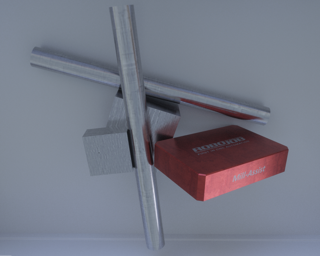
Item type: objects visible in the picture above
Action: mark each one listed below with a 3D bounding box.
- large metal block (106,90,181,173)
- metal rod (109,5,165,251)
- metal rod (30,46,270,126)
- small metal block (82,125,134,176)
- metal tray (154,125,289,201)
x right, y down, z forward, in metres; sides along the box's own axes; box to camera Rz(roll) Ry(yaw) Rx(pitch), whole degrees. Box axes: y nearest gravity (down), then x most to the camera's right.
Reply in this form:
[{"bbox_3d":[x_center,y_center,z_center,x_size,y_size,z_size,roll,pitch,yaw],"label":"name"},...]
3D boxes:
[{"bbox_3d":[-0.026,0.002,0.397,0.080,0.050,0.079,17,109,-7],"label":"large metal block"},{"bbox_3d":[-0.022,0.016,0.362,0.025,0.025,0.298,-6,110,2],"label":"metal rod"},{"bbox_3d":[-0.007,-0.051,0.392,0.302,0.025,0.025,14,110,-6],"label":"metal rod"},{"bbox_3d":[-0.059,0.026,0.365,0.050,0.025,0.050,-6,110,1],"label":"small metal block"},{"bbox_3d":[0.070,0.034,0.360,0.131,0.090,0.030,-11,114,-30],"label":"metal tray"}]
